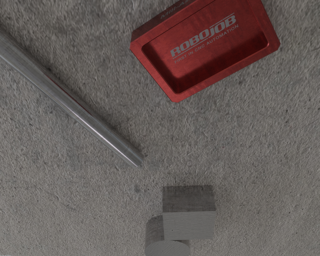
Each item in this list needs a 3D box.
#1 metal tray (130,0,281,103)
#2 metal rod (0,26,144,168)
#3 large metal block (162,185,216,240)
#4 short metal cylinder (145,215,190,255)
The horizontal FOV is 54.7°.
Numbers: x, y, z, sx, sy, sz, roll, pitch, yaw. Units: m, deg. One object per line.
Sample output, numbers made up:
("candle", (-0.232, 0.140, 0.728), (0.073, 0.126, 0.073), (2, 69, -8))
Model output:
("metal tray", (0.046, -0.092, 0.325), (0.130, 0.030, 0.090), (-27, 125, 21))
("metal rod", (-0.123, -0.044, 0.368), (0.025, 0.025, 0.300), (-30, 125, 23))
("large metal block", (0.046, 0.140, 0.511), (0.080, 0.050, 0.079), (-2, 130, 1))
("short metal cylinder", (0.013, 0.202, 0.563), (0.081, 0.050, 0.079), (0, 130, 0))
